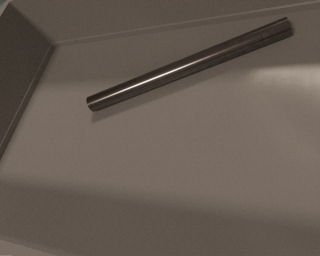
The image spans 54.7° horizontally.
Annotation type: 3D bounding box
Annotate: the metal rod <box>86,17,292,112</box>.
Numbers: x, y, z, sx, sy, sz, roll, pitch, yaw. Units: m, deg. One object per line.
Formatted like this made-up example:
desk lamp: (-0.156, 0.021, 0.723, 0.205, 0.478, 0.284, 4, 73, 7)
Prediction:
metal rod: (0.029, -0.084, 0.440, 0.301, 0.025, 0.025, -19, 55, 16)
